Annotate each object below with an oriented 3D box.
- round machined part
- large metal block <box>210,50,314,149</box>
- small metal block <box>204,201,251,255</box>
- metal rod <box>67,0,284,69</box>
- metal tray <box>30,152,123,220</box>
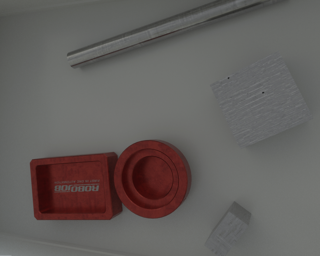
[{"bbox_3d":[-0.006,0.064,0.403,0.098,0.042,0.097,0,90,19],"label":"round machined part"},{"bbox_3d":[0.115,-0.029,0.357,0.080,0.050,0.080,-26,82,18],"label":"large metal block"},{"bbox_3d":[0.082,0.120,0.368,0.025,0.050,0.050,36,101,16],"label":"small metal block"},{"bbox_3d":[0.010,-0.131,0.406,0.301,0.025,0.025,-13,86,19],"label":"metal rod"},{"bbox_3d":[-0.123,0.085,0.449,0.130,0.030,0.089,-6,88,19],"label":"metal tray"}]
